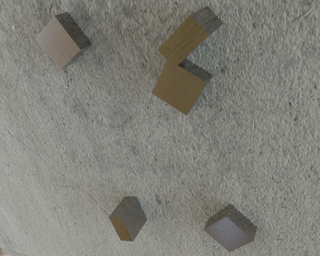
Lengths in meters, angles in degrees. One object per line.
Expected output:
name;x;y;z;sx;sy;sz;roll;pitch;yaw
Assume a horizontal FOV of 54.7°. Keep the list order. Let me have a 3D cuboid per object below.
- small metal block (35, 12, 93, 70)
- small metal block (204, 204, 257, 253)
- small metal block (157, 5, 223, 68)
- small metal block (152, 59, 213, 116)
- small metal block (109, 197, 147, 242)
small metal block;-0.125;-0.113;0.403;0.050;0.025;0.050;-29;103;37
small metal block;0.100;0.144;0.443;0.050;0.025;0.050;41;129;-1
small metal block;0.032;-0.093;0.316;0.025;0.050;0.050;47;129;-5
small metal block;0.025;-0.051;0.362;0.050;0.025;0.050;33;129;6
small metal block;-0.051;0.149;0.510;0.025;0.050;0.050;-8;114;32
